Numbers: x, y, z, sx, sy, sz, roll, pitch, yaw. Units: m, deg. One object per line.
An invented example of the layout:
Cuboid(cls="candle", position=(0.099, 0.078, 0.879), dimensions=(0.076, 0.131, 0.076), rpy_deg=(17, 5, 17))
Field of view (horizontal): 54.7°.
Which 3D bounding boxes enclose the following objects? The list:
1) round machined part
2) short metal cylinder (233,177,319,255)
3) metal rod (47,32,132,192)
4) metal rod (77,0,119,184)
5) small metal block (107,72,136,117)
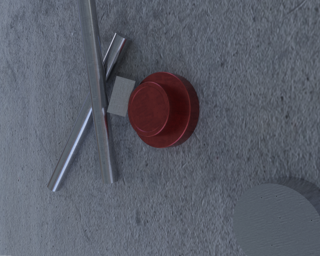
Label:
Cuboid(cls="round machined part", position=(-0.003, -0.023, 0.394), dimensions=(0.098, 0.042, 0.097), rpy_deg=(0, 90, 39))
Cuboid(cls="short metal cylinder", position=(0.117, 0.089, 0.291), dimensions=(0.080, 0.050, 0.079), rpy_deg=(0, 90, 39))
Cuboid(cls="metal rod", position=(-0.122, -0.013, 0.502), dimensions=(0.025, 0.025, 0.298), rpy_deg=(44, 116, 30))
Cuboid(cls="metal rod", position=(-0.091, -0.067, 0.447), dimensions=(0.025, 0.025, 0.298), rpy_deg=(-1, 99, 39))
Cuboid(cls="small metal block", position=(-0.053, -0.048, 0.429), dimensions=(0.050, 0.025, 0.050), rpy_deg=(-107, 34, -73))
